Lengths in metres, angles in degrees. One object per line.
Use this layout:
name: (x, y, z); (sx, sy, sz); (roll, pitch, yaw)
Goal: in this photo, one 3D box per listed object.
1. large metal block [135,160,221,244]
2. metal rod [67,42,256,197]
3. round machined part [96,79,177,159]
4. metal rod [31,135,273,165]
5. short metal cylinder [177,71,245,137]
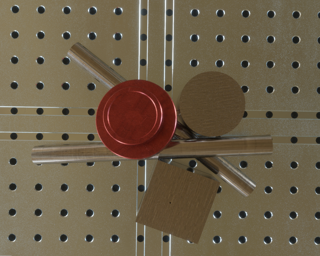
large metal block: (0.022, 0.089, 0.399); (0.080, 0.050, 0.080); (20, 90, -1)
metal rod: (0.003, -0.011, 0.414); (0.300, 0.025, 0.025); (38, 90, -1)
round machined part: (-0.029, -0.011, 0.371); (0.099, 0.042, 0.097); (-1, 81, 5)
metal rod: (-0.015, 0.028, 0.395); (0.302, 0.025, 0.025); (-3, 90, 7)
short metal cylinder: (0.064, -0.029, 0.401); (0.081, 0.050, 0.079); (0, 90, -1)
